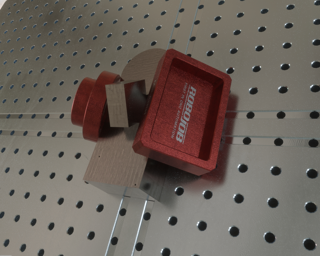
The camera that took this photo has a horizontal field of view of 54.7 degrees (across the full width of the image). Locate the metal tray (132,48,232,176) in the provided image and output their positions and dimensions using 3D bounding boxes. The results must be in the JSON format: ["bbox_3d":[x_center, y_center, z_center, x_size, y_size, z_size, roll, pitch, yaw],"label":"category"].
[{"bbox_3d":[0.030,-0.020,0.365,0.030,0.091,0.130,139,150,-62],"label":"metal tray"}]

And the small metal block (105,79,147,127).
[{"bbox_3d":[-0.039,-0.031,0.377,0.025,0.050,0.050,1,105,26],"label":"small metal block"}]

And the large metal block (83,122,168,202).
[{"bbox_3d":[-0.037,0.040,0.387,0.080,0.050,0.080,2,63,29],"label":"large metal block"}]

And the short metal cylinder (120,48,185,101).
[{"bbox_3d":[-0.008,-0.064,0.435,0.080,0.050,0.080,-13,56,21],"label":"short metal cylinder"}]

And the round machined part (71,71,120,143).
[{"bbox_3d":[-0.089,-0.031,0.422,0.042,0.098,0.098,16,66,-1],"label":"round machined part"}]
